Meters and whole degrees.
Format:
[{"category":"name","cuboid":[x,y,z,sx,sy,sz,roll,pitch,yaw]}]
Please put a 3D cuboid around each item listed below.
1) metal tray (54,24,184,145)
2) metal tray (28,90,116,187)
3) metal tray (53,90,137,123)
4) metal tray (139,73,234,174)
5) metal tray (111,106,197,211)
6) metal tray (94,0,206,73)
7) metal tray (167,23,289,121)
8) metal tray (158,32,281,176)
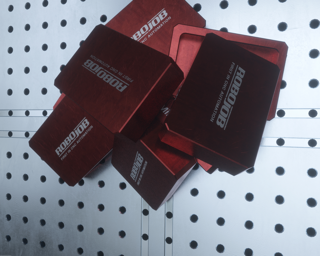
[{"category":"metal tray","cuboid":[-0.049,-0.052,0.334,0.130,0.030,0.090,35,87,36]},{"category":"metal tray","cuboid":[-0.111,0.010,0.426,0.090,0.030,0.130,46,116,-2]},{"category":"metal tray","cuboid":[-0.082,-0.049,0.439,0.090,0.030,0.130,41,102,15]},{"category":"metal tray","cuboid":[0.033,-0.008,0.368,0.130,0.090,0.030,46,105,15]},{"category":"metal tray","cuboid":[-0.015,0.041,0.369,0.030,0.129,0.090,-38,75,-27]},{"category":"metal tray","cuboid":[-0.017,-0.114,0.396,0.130,0.030,0.090,-42,79,0]},{"category":"metal tray","cuboid":[0.072,-0.063,0.361,0.131,0.030,0.090,10,93,-1]},{"category":"metal tray","cuboid":[0.065,-0.028,0.320,0.090,0.030,0.130,26,63,-3]}]
